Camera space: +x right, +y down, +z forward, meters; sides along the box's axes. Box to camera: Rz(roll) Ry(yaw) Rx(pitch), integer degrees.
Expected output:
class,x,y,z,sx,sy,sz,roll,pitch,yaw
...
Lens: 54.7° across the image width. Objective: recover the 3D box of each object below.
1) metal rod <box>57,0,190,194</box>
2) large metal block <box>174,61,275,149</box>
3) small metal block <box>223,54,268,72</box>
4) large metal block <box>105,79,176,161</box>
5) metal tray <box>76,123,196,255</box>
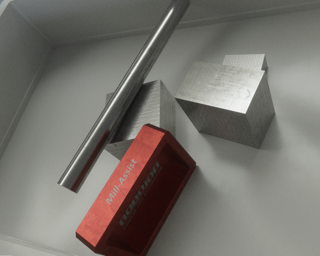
class,x,y,z,sx,sy,sz,roll,pitch,yaw
metal rod,-0.036,-0.057,0.393,0.025,0.025,0.300,15,67,34
large metal block,0.075,-0.025,0.346,0.080,0.080,0.050,17,71,34
small metal block,0.104,-0.065,0.390,0.050,0.025,0.050,6,65,30
large metal block,-0.026,-0.009,0.407,0.080,0.050,0.080,-12,57,21
metal tray,-0.018,0.071,0.328,0.030,0.090,0.130,22,73,36
